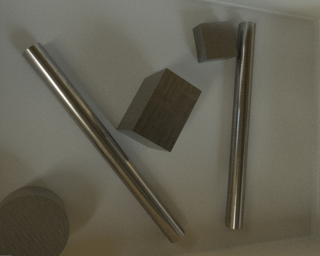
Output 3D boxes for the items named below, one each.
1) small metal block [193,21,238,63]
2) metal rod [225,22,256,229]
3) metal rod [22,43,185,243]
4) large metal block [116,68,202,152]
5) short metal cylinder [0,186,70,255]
[{"bbox_3d":[0.079,-0.122,0.441,0.050,0.025,0.050,-12,94,-20],"label":"small metal block"},{"bbox_3d":[0.119,-0.005,0.455,0.025,0.025,0.298,5,88,-20],"label":"metal rod"},{"bbox_3d":[-0.062,0.028,0.388,0.025,0.025,0.299,-39,103,-16],"label":"metal rod"},{"bbox_3d":[-0.004,-0.020,0.381,0.050,0.080,0.080,31,80,-18],"label":"large metal block"},{"bbox_3d":[-0.144,0.109,0.344,0.081,0.050,0.079,0,90,-21],"label":"short metal cylinder"}]
